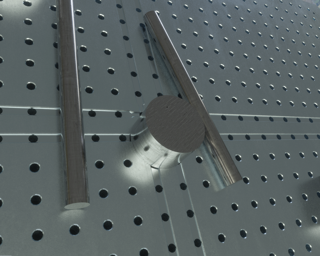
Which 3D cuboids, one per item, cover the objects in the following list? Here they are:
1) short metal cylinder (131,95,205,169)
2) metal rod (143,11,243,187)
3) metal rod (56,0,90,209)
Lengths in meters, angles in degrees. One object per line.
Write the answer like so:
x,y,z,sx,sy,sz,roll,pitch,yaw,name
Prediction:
0.009,0.005,0.394,0.081,0.050,0.080,14,56,-21,short metal cylinder
0.042,-0.055,0.464,0.025,0.025,0.299,-12,68,-33,metal rod
-0.111,-0.052,0.380,0.025,0.025,0.299,3,60,-27,metal rod
